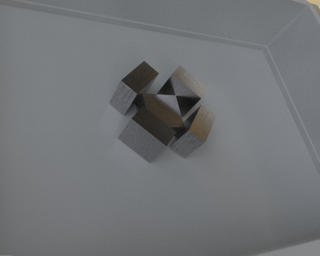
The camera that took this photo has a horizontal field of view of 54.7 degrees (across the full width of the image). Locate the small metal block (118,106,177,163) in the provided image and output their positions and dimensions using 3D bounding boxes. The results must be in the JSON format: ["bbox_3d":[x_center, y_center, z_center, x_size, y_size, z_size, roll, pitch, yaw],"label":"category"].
[{"bbox_3d":[-0.016,0.009,0.373,0.050,0.050,0.025,39,52,-2],"label":"small metal block"}]

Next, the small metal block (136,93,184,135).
[{"bbox_3d":[0.000,-0.017,0.413,0.050,0.025,0.050,1,61,-28],"label":"small metal block"}]

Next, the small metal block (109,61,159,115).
[{"bbox_3d":[-0.034,-0.051,0.400,0.025,0.050,0.050,41,52,0],"label":"small metal block"}]

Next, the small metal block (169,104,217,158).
[{"bbox_3d":[0.044,0.005,0.407,0.025,0.050,0.050,36,50,-6],"label":"small metal block"}]

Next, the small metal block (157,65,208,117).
[{"bbox_3d":[0.030,-0.051,0.433,0.050,0.050,0.025,39,50,-3],"label":"small metal block"}]
